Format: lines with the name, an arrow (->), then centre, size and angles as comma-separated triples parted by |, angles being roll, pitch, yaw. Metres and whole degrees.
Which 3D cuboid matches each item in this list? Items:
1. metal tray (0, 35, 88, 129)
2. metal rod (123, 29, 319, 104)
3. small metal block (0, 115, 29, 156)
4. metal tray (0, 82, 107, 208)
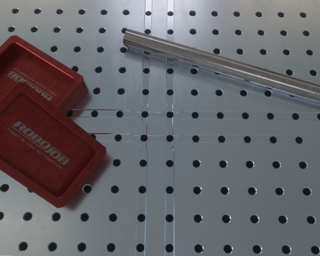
metal tray -> -0.180, -0.061, 0.430 | 0.130, 0.030, 0.090 | 32, 73, 11
metal rod -> 0.092, -0.089, 0.444 | 0.301, 0.025, 0.025 | 18, 71, 6
small metal block -> -0.197, 0.008, 0.394 | 0.025, 0.050, 0.050 | -34, 74, -11
metal tray -> -0.141, 0.021, 0.365 | 0.130, 0.030, 0.090 | 43, 73, -21
